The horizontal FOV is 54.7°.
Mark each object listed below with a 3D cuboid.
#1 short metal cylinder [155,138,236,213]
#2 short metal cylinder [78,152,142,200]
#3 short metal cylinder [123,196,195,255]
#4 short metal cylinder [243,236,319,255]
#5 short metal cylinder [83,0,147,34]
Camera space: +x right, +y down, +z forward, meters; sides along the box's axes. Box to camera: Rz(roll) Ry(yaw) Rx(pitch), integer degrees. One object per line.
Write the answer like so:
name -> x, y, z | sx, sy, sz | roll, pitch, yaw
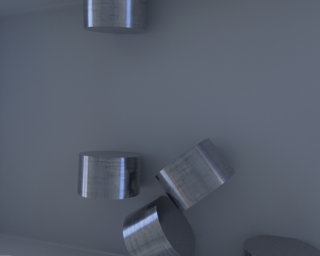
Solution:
short metal cylinder -> 0.041, 0.056, 0.367 | 0.080, 0.080, 0.050 | -39, 78, 16
short metal cylinder -> -0.065, 0.059, 0.404 | 0.080, 0.080, 0.050 | 3, 91, 20
short metal cylinder -> 0.000, 0.131, 0.381 | 0.050, 0.080, 0.080 | -33, 79, 17
short metal cylinder -> 0.131, 0.155, 0.335 | 0.080, 0.080, 0.050 | 1, 91, 20
short metal cylinder -> -0.057, -0.151, 0.398 | 0.080, 0.080, 0.050 | 6, 102, 20
